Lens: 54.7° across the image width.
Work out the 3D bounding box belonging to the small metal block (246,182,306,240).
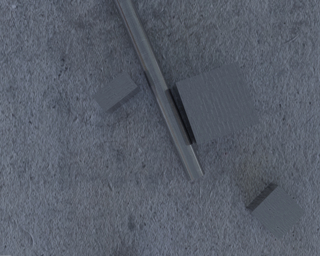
[{"bbox_3d":[0.153,0.109,0.412,0.050,0.025,0.050,45,90,-1],"label":"small metal block"}]

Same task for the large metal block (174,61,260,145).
[{"bbox_3d":[0.070,-0.030,0.398,0.080,0.050,0.080,-19,90,-1],"label":"large metal block"}]

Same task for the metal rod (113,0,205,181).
[{"bbox_3d":[-0.009,-0.073,0.409,0.025,0.025,0.299,-23,90,0],"label":"metal rod"}]

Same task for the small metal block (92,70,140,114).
[{"bbox_3d":[-0.054,-0.044,0.397,0.050,0.050,0.025,-38,90,0],"label":"small metal block"}]
